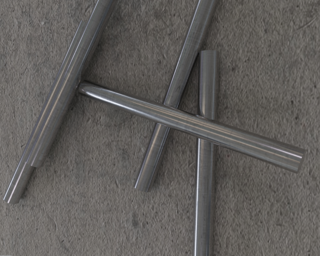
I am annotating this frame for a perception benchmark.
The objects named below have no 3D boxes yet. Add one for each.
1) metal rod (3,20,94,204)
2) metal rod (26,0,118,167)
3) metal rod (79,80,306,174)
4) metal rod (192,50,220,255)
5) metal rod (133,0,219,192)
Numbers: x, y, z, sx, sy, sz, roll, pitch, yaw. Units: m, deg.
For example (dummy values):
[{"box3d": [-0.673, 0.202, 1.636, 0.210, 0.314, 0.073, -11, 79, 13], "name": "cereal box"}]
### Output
[{"box3d": [-0.169, -0.018, 0.468, 0.025, 0.025, 0.298, 30, 100, 17], "name": "metal rod"}, {"box3d": [-0.119, -0.079, 0.436, 0.025, 0.025, 0.299, 30, 99, 17], "name": "metal rod"}, {"box3d": [0.014, -0.013, 0.372, 0.300, 0.025, 0.025, 20, 97, 30], "name": "metal rod"}, {"box3d": [0.057, 0.055, 0.388, 0.025, 0.025, 0.298, 2, 91, 20], "name": "metal rod"}, {"box3d": [0.025, -0.059, 0.400, 0.025, 0.025, 0.298, 21, 97, 18], "name": "metal rod"}]
